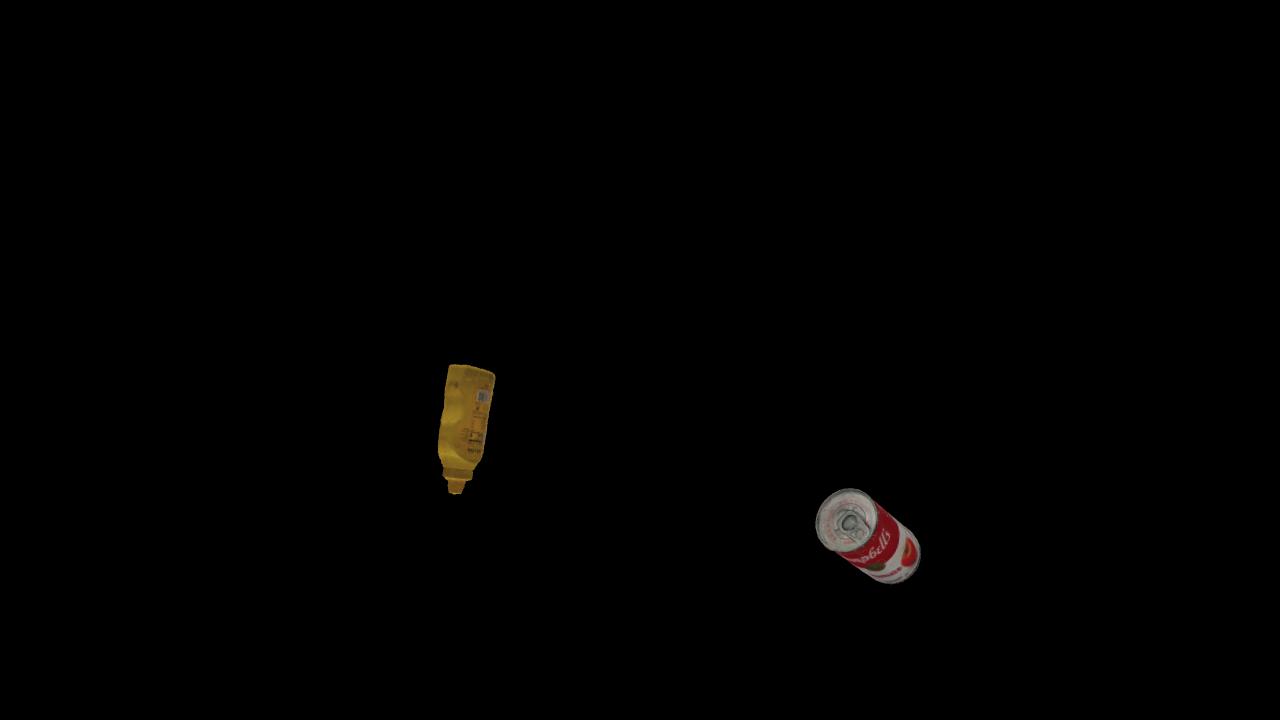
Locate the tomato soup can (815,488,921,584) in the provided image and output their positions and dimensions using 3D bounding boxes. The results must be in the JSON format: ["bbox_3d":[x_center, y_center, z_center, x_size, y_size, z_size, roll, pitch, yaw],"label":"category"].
[{"bbox_3d":[0.239,0.185,0.641,0.101,0.068,0.068,38,-22,-32],"label":"tomato soup can"}]

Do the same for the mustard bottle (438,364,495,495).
[{"bbox_3d":[-0.257,0.103,0.899,0.054,0.184,0.092,3,-10,12],"label":"mustard bottle"}]
